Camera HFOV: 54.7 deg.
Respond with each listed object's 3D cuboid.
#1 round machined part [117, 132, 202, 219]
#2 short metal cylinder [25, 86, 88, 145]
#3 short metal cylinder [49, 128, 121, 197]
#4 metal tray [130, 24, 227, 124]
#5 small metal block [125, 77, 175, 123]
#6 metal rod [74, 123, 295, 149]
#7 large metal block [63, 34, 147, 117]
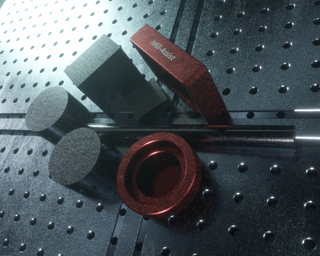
[{"bbox_3d":[0.003,0.057,0.361,0.098,0.042,0.098,-13,56,21],"label":"round machined part"},{"bbox_3d":[-0.162,-0.018,0.488,0.080,0.050,0.080,-13,56,21],"label":"short metal cylinder"},{"bbox_3d":[-0.100,0.046,0.416,0.080,0.050,0.080,-13,56,21],"label":"short metal cylinder"},{"bbox_3d":[0.022,-0.070,0.398,0.030,0.090,0.130,-43,51,-1],"label":"metal tray"},{"bbox_3d":[-0.015,-0.036,0.439,0.050,0.025,0.050,-34,51,6],"label":"small metal block"},{"bbox_3d":[0.010,0.007,0.398,0.300,0.025,0.025,1,62,28],"label":"metal rod"},{"bbox_3d":[-0.079,-0.077,0.462,0.080,0.080,0.050,-44,52,-2],"label":"large metal block"}]
